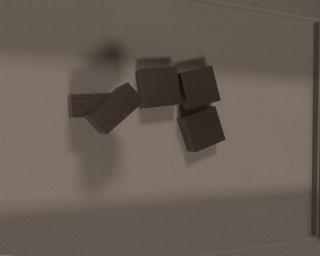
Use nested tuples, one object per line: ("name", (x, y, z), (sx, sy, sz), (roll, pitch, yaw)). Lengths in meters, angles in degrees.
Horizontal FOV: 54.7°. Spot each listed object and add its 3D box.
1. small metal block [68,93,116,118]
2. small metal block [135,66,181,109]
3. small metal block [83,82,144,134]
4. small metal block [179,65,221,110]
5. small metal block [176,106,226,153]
("small metal block", (-0.081, -0.026, 0.368), (0.050, 0.050, 0.025), (-5, 92, -20))
("small metal block", (-0.002, -0.053, 0.411), (0.050, 0.025, 0.050), (-8, 93, -20))
("small metal block", (-0.050, -0.020, 0.326), (0.050, 0.050, 0.025), (-43, 105, -15))
("small metal block", (0.051, -0.056, 0.431), (0.050, 0.025, 0.050), (-17, 96, -20))
("small metal block", (0.057, 0.001, 0.433), (0.050, 0.025, 0.050), (-21, 97, -19))
